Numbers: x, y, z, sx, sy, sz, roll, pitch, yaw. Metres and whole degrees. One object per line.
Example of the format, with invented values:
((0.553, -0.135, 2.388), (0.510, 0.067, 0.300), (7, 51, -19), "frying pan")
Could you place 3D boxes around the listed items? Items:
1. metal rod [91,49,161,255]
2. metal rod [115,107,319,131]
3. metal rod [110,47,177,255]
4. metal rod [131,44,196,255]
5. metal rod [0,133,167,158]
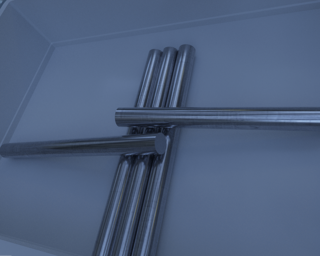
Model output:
((-0.035, 0.019, 0.410), (0.025, 0.025, 0.300), (-1, 61, 27), "metal rod")
((0.089, -0.011, 0.341), (0.301, 0.025, 0.025), (1, 62, 21), "metal rod")
((-0.014, 0.018, 0.399), (0.025, 0.025, 0.300), (-1, 61, 27), "metal rod")
((0.009, 0.018, 0.387), (0.025, 0.025, 0.300), (-1, 61, 27), "metal rod")
((-0.126, 0.028, 0.430), (0.300, 0.025, 0.025), (-4, 60, 32), "metal rod")
